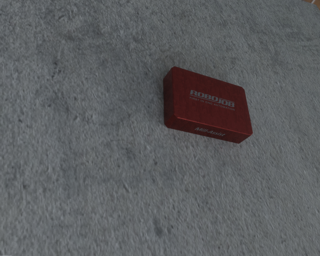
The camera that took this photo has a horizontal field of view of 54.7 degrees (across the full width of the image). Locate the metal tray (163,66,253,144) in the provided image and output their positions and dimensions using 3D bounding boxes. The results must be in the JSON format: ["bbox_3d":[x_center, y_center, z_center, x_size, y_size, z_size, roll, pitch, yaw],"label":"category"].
[{"bbox_3d":[0.071,-0.033,0.461,0.131,0.030,0.090,13,56,-22],"label":"metal tray"}]
